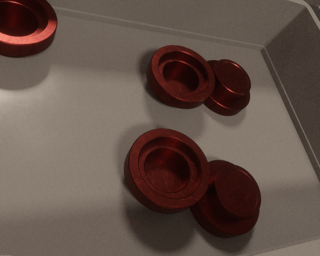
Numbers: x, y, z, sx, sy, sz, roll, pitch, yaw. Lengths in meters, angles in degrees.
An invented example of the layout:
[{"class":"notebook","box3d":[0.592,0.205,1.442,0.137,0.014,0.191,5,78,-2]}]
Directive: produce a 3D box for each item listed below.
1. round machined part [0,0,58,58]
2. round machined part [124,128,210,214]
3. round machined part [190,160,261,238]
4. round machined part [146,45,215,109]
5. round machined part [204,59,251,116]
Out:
[{"class":"round machined part","box3d":[-0.179,-0.125,0.375,0.099,0.042,0.098,14,56,-21]},{"class":"round machined part","box3d":[0.005,0.053,0.363,0.099,0.042,0.098,11,56,-17]},{"class":"round machined part","box3d":[0.088,0.085,0.392,0.099,0.042,0.098,14,56,-21]},{"class":"round machined part","box3d":[0.027,-0.069,0.449,0.099,0.042,0.098,10,59,-18]},{"class":"round machined part","box3d":[0.106,-0.071,0.498,0.099,0.042,0.098,14,56,-21]}]
